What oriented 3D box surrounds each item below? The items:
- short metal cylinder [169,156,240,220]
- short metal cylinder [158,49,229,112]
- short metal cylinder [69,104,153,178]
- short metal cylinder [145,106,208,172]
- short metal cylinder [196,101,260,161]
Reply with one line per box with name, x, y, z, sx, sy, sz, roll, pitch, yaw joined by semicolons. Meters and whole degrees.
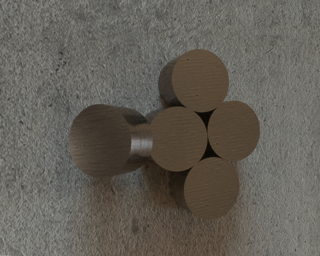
short metal cylinder;0.059;0.077;0.419;0.081;0.050;0.080;0;90;-20
short metal cylinder;0.044;-0.060;0.413;0.081;0.050;0.080;0;90;-20
short metal cylinder;-0.055;0.014;0.355;0.080;0.050;0.080;-1;89;24
short metal cylinder;0.014;0.013;0.402;0.081;0.050;0.080;0;90;-20
short metal cylinder;0.090;0.004;0.430;0.081;0.050;0.080;0;90;-20
